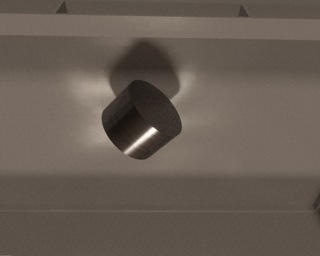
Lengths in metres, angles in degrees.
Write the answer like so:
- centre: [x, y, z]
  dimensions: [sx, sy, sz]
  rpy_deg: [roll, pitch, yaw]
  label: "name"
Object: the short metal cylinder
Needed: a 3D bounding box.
- centre: [-0.021, -0.010, 0.364]
  dimensions: [0.080, 0.080, 0.050]
  rpy_deg: [35, 122, -26]
  label: "short metal cylinder"
